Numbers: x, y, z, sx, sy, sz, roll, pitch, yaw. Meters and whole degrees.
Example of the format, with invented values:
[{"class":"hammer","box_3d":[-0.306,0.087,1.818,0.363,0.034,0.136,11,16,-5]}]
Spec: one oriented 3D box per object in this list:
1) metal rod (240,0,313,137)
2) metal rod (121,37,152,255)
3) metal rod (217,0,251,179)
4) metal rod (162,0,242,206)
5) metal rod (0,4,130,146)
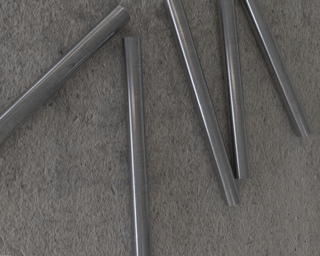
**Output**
[{"class":"metal rod","box_3d":[0.165,-0.123,0.469,0.025,0.025,0.299,-29,100,-18]},{"class":"metal rod","box_3d":[-0.029,0.036,0.398,0.025,0.025,0.298,-3,91,-20]},{"class":"metal rod","box_3d":[0.105,-0.076,0.447,0.025,0.025,0.298,-7,92,-20]},{"class":"metal rod","box_3d":[0.060,-0.034,0.430,0.025,0.025,0.298,-20,97,-19]},{"class":"metal rod","box_3d":[-0.144,-0.036,0.355,0.025,0.025,0.300,45,76,-15]}]
